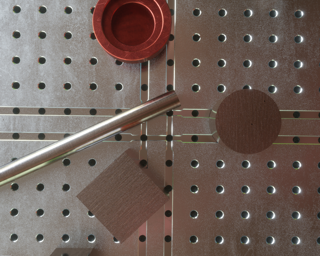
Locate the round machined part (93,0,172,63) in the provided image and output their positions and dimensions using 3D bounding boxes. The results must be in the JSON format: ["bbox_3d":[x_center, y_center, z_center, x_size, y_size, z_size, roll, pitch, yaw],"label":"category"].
[{"bbox_3d":[-0.034,-0.132,0.404,0.099,0.042,0.097,0,90,0],"label":"round machined part"}]

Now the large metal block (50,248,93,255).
[{"bbox_3d":[-0.117,0.205,0.385,0.050,0.080,0.079,0,90,0],"label":"large metal block"}]

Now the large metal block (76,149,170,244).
[{"bbox_3d":[-0.045,0.084,0.400,0.080,0.050,0.080,-43,90,0],"label":"large metal block"}]

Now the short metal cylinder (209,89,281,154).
[{"bbox_3d":[0.108,-0.008,0.402,0.081,0.050,0.079,0,90,0],"label":"short metal cylinder"}]

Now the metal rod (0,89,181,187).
[{"bbox_3d":[-0.115,0.021,0.412,0.301,0.025,0.025,-24,90,0],"label":"metal rod"}]
